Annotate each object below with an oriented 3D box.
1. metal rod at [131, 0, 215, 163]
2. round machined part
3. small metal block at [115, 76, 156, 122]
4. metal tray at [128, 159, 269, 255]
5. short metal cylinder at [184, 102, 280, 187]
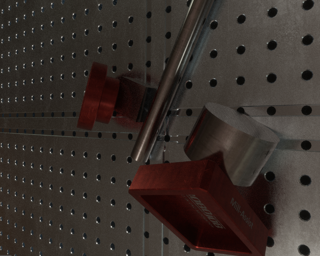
[{"bbox_3d":[0.025,-0.090,0.386,0.025,0.025,0.298,35,111,34],"label":"metal rod"},{"bbox_3d":[-0.087,-0.043,0.448,0.098,0.042,0.097,-165,89,-75],"label":"round machined part"},{"bbox_3d":[-0.035,-0.041,0.437,0.050,0.025,0.050,28,108,36],"label":"small metal block"},{"bbox_3d":[0.042,0.085,0.313,0.090,0.130,0.030,-11,42,39],"label":"metal tray"},{"bbox_3d":[0.071,0.014,0.314,0.080,0.081,0.050,37,113,33],"label":"short metal cylinder"}]
